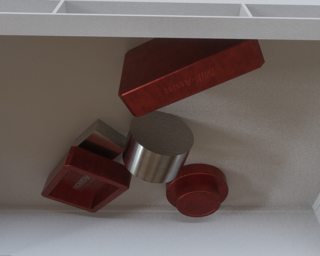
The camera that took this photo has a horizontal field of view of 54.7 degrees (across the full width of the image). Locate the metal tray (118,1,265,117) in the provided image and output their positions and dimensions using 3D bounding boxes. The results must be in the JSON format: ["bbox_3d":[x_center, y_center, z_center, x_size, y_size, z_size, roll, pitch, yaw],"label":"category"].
[{"bbox_3d":[0.026,-0.069,0.307,0.130,0.090,0.030,-21,127,16],"label":"metal tray"}]

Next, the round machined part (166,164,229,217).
[{"bbox_3d":[0.059,0.104,0.488,0.099,0.042,0.097,-1,130,0],"label":"round machined part"}]

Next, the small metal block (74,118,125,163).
[{"bbox_3d":[-0.082,0.022,0.427,0.050,0.025,0.050,-37,121,27],"label":"small metal block"}]

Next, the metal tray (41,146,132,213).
[{"bbox_3d":[-0.109,0.080,0.451,0.090,0.030,0.129,25,140,-21],"label":"metal tray"}]

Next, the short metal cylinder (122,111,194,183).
[{"bbox_3d":[-0.003,0.023,0.393,0.081,0.080,0.050,11,129,-10],"label":"short metal cylinder"}]
